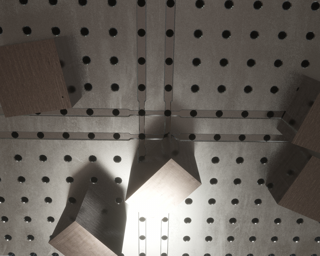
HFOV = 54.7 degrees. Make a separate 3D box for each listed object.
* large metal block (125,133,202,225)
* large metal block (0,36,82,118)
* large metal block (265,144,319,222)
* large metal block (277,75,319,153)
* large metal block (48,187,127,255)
[{"bbox_3d":[0.003,0.064,0.408,0.050,0.080,0.080,42,105,-14],"label":"large metal block"},{"bbox_3d":[-0.149,-0.063,0.375,0.080,0.050,0.079,-8,110,2],"label":"large metal block"},{"bbox_3d":[0.211,0.076,0.431,0.080,0.050,0.080,24,108,-9],"label":"large metal block"},{"bbox_3d":[0.214,-0.012,0.399,0.080,0.050,0.079,19,109,-7],"label":"large metal block"},{"bbox_3d":[-0.097,0.144,0.436,0.050,0.080,0.080,-40,106,13],"label":"large metal block"}]
